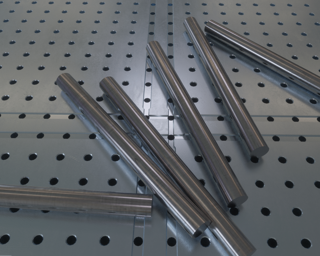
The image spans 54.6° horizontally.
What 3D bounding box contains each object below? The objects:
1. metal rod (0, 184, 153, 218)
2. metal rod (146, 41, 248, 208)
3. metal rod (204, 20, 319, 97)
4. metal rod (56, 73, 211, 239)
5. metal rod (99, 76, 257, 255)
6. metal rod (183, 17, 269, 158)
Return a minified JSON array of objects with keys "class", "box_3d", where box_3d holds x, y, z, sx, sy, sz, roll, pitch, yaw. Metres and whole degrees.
[{"class":"metal rod","box_3d":[-0.159,0.076,0.343,0.301,0.025,0.025,3,50,3]},{"class":"metal rod","box_3d":[0.037,-0.028,0.431,0.025,0.025,0.300,-15,52,-12]},{"class":"metal rod","box_3d":[0.191,-0.100,0.492,0.025,0.025,0.300,-35,58,-26]},{"class":"metal rod","box_3d":[-0.052,0.015,0.388,0.025,0.025,0.300,-31,55,-23]},{"class":"metal rod","box_3d":[0.003,0.030,0.382,0.025,0.025,0.300,-27,55,-20]},{"class":"metal rod","box_3d":[0.089,-0.082,0.476,0.025,0.025,0.300,-10,51,-8]}]
